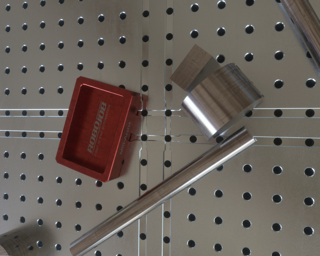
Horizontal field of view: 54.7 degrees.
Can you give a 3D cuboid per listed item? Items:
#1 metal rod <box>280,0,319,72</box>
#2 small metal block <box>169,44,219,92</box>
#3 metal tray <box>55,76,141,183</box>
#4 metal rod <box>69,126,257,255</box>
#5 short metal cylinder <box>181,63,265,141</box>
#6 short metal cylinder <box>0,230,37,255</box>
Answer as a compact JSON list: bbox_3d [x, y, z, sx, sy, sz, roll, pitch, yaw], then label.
[{"bbox_3d":[0.158,-0.140,0.356,0.025,0.025,0.299,-27,81,17],"label":"metal rod"},{"bbox_3d":[0.044,-0.070,0.383,0.025,0.050,0.050,41,103,15],"label":"small metal block"},{"bbox_3d":[-0.088,0.001,0.439,0.090,0.030,0.129,19,96,18],"label":"metal tray"},{"bbox_3d":[-0.007,0.093,0.414,0.300,0.025,0.025,-36,79,16],"label":"metal rod"},{"bbox_3d":[0.072,-0.029,0.358,0.080,0.080,0.050,-41,78,15],"label":"short metal cylinder"},{"bbox_3d":[-0.242,0.207,0.483,0.080,0.050,0.079,0,90,19],"label":"short metal cylinder"}]
